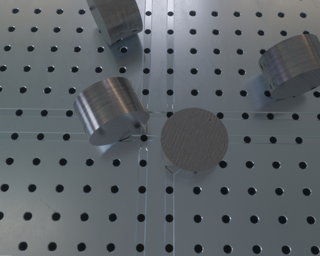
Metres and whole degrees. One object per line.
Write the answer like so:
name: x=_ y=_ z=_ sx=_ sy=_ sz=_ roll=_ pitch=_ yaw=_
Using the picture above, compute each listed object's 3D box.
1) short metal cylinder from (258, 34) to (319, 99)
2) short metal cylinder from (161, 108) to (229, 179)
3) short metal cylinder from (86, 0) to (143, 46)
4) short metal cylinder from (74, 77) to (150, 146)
short metal cylinder: x=0.179 y=-0.079 z=0.413 sx=0.081 sy=0.080 sz=0.050 roll=-13 pitch=71 yaw=-5
short metal cylinder: x=0.041 y=0.021 z=0.391 sx=0.081 sy=0.050 sz=0.080 roll=0 pitch=70 yaw=0
short metal cylinder: x=-0.066 y=-0.166 z=0.442 sx=0.050 sy=0.080 sz=0.080 roll=-28 pitch=73 yaw=-10
short metal cylinder: x=-0.060 y=-0.019 z=0.389 sx=0.080 sy=0.080 sz=0.050 roll=-26 pitch=72 yaw=-9
